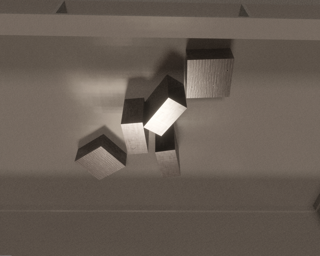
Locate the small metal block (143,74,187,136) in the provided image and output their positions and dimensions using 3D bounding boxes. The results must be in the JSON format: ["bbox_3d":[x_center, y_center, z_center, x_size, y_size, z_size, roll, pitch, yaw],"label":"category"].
[{"bbox_3d":[0.005,-0.027,0.369,0.025,0.050,0.050,28,124,-22],"label":"small metal block"}]

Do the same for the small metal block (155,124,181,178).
[{"bbox_3d":[0.011,0.031,0.419,0.025,0.050,0.050,-8,130,6],"label":"small metal block"}]

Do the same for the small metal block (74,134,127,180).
[{"bbox_3d":[-0.084,0.043,0.444,0.050,0.025,0.050,-29,125,22],"label":"small metal block"}]

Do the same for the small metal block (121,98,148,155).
[{"bbox_3d":[-0.030,-0.003,0.390,0.025,0.050,0.050,-5,130,4],"label":"small metal block"}]

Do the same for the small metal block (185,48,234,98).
[{"bbox_3d":[0.055,-0.063,0.357,0.050,0.025,0.050,-2,130,1],"label":"small metal block"}]
